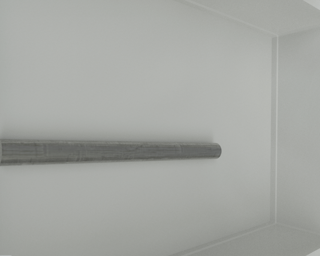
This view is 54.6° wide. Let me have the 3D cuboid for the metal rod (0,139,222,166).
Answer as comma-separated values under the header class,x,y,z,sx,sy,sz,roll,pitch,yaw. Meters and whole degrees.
class,x,y,z,sx,sy,sz,roll,pitch,yaw
metal rod,-0.031,0.029,0.379,0.302,0.025,0.025,3,88,-40
